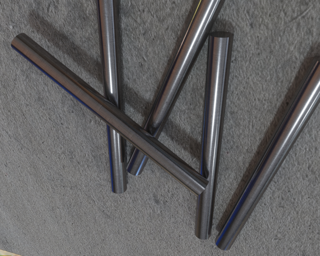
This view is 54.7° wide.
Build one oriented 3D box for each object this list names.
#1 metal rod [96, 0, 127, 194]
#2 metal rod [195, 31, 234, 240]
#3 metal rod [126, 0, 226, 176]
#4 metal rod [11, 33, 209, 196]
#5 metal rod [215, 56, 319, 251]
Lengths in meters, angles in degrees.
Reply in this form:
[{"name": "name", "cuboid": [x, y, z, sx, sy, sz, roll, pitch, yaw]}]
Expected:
[{"name": "metal rod", "cuboid": [-0.062, -0.029, 0.420, 0.025, 0.025, 0.298, 14, 124, 20]}, {"name": "metal rod", "cuboid": [0.064, 0.032, 0.392, 0.025, 0.025, 0.298, 13, 124, 21]}, {"name": "metal rod", "cuboid": [0.012, -0.045, 0.371, 0.025, 0.025, 0.298, 31, 128, 7]}, {"name": "metal rod", "cuboid": [-0.064, -0.018, 0.393, 0.300, 0.025, 0.025, 39, 129, 1]}, {"name": "metal rod", "cuboid": [0.125, 0.055, 0.374, 0.025, 0.025, 0.298, 24, 127, 13]}]
